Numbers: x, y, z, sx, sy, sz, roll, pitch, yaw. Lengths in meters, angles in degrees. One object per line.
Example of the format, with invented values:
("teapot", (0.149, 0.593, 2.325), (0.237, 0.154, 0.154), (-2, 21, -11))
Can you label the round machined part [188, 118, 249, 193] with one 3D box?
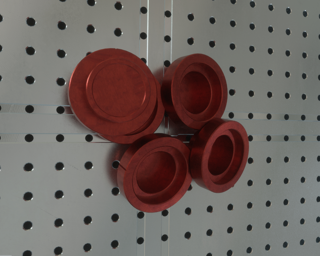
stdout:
("round machined part", (0.074, 0.034, 0.420), (0.099, 0.042, 0.097), (-12, 108, -39))

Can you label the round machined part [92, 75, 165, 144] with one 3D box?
("round machined part", (-0.046, -0.029, 0.387), (0.099, 0.042, 0.097), (0, 90, -21))

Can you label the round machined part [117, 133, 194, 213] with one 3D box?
("round machined part", (-0.009, 0.053, 0.392), (0.099, 0.042, 0.097), (-9, 109, -28))

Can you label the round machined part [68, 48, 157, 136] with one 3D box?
("round machined part", (-0.049, -0.040, 0.341), (0.099, 0.042, 0.097), (0, 90, -21))

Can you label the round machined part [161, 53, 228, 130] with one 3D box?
("round machined part", (0.041, -0.046, 0.410), (0.099, 0.042, 0.097), (-1, 92, -37))
